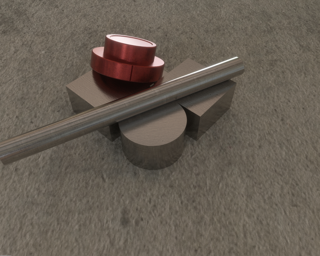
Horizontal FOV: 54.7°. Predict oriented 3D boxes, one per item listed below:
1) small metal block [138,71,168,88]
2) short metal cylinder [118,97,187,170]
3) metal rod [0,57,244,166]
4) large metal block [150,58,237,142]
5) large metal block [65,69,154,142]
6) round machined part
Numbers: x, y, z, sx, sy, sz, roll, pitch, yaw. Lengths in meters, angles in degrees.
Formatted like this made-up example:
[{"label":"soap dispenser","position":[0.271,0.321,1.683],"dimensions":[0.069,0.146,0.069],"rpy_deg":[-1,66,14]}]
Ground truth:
[{"label":"small metal block","position":[-0.011,-0.063,0.457],"dimensions":[0.050,0.025,0.050],"rpy_deg":[35,58,25]},{"label":"short metal cylinder","position":[-0.009,0.005,0.383],"dimensions":[0.081,0.050,0.080],"rpy_deg":[0,50,0]},{"label":"metal rod","position":[-0.030,-0.028,0.362],"dimensions":[0.302,0.025,0.025],"rpy_deg":[-22,54,-18]},{"label":"large metal block","position":[0.044,-0.041,0.424],"dimensions":[0.080,0.050,0.080],"rpy_deg":[34,58,25]},{"label":"large metal block","position":[-0.065,-0.041,0.420],"dimensions":[0.080,0.050,0.080],"rpy_deg":[35,58,25]},{"label":"round machined part","position":[-0.042,-0.097,0.417],"dimensions":[0.099,0.042,0.098],"rpy_deg":[10,24,-4]}]
